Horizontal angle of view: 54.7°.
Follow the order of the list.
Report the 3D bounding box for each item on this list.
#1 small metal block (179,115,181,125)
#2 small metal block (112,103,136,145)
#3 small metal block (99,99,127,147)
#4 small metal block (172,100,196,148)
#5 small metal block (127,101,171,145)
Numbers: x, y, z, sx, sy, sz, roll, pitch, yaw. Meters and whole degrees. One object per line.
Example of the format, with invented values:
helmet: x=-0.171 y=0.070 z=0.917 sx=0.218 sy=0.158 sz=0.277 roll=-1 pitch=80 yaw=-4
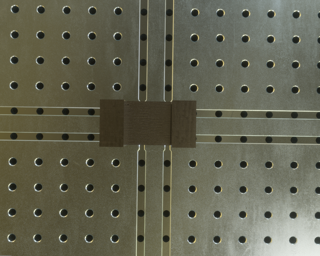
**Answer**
small metal block: x=0.020 y=-0.004 z=0.401 sx=0.025 sy=0.050 sz=0.050 roll=-1 pitch=90 yaw=0
small metal block: x=-0.045 y=-0.005 z=0.400 sx=0.025 sy=0.050 sz=0.050 roll=1 pitch=90 yaw=0
small metal block: x=-0.051 y=-0.005 z=0.349 sx=0.025 sy=0.050 sz=0.050 roll=1 pitch=90 yaw=0
small metal block: x=0.025 y=-0.004 z=0.350 sx=0.025 sy=0.050 sz=0.050 roll=1 pitch=90 yaw=0
small metal block: x=-0.013 y=-0.006 z=0.364 sx=0.050 sy=0.025 sz=0.050 roll=1 pitch=90 yaw=-1
